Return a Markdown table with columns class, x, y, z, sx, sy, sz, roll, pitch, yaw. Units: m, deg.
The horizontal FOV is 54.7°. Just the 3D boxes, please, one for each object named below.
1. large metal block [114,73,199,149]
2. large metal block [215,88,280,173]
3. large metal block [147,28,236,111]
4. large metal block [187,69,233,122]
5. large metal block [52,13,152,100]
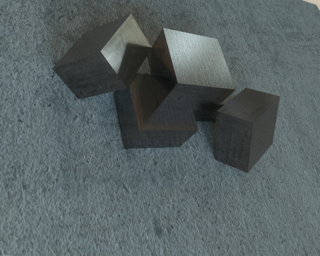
| class | x | y | z | sx | sy | sz | roll | pitch | yaw |
| --- | --- | --- | --- | --- | --- | --- | --- | --- | --- |
| large metal block | -0.007 | -0.021 | 0.397 | 0.081 | 0.050 | 0.080 | 0 | 62 | -29 |
| large metal block | 0.120 | 0.001 | 0.428 | 0.050 | 0.079 | 0.081 | 22 | 41 | 34 |
| large metal block | 0.037 | -0.070 | 0.387 | 0.081 | 0.050 | 0.080 | 2 | 61 | -28 |
| large metal block | 0.053 | -0.056 | 0.454 | 0.081 | 0.050 | 0.080 | 0 | 62 | -29 |
| large metal block | -0.068 | -0.086 | 0.378 | 0.050 | 0.080 | 0.080 | 55 | 43 | -33 |
